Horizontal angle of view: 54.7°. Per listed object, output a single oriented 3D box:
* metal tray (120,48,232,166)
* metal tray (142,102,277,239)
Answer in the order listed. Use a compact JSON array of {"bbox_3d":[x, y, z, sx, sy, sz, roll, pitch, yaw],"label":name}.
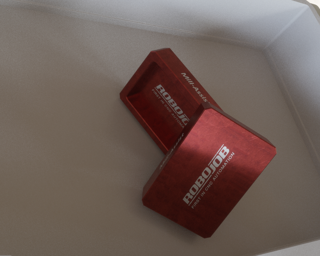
[{"bbox_3d":[0.017,-0.021,0.383,0.130,0.090,0.030,51,41,8],"label":"metal tray"},{"bbox_3d":[0.051,0.048,0.342,0.090,0.129,0.030,31,14,-9],"label":"metal tray"}]
